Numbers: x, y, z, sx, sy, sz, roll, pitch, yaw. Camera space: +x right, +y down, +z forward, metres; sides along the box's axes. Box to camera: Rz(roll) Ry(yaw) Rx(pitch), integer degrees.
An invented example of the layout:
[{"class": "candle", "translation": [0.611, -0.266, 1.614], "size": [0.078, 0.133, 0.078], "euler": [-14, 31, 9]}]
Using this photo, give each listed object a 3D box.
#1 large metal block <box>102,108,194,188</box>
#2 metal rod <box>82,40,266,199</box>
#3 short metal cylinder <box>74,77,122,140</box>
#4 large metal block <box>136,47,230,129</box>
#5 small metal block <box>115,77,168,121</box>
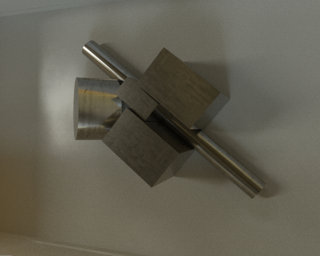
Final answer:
[{"class": "large metal block", "translation": [-0.010, 0.021, 0.383], "size": [0.080, 0.080, 0.050], "euler": [41, 103, 15]}, {"class": "metal rod", "translation": [0.008, -0.020, 0.406], "size": [0.300, 0.025, 0.025], "euler": [41, 103, 15]}, {"class": "short metal cylinder", "translation": [-0.083, -0.024, 0.402], "size": [0.050, 0.080, 0.079], "euler": [1, 90, -20]}, {"class": "large metal block", "translation": [0.031, -0.043, 0.369], "size": [0.080, 0.080, 0.050], "euler": [42, 103, 15]}, {"class": "small metal block", "translation": [-0.019, -0.034, 0.377], "size": [0.050, 0.050, 0.025], "euler": [42, 103, 14]}]
